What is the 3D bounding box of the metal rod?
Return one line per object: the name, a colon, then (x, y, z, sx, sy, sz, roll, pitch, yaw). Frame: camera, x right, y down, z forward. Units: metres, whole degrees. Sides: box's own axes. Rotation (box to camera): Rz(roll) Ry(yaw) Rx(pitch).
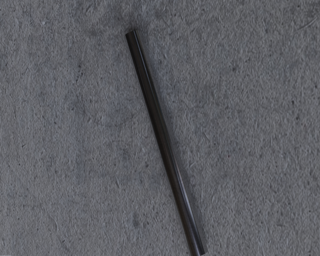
metal rod: (0.006, 0.015, 0.407, 0.025, 0.025, 0.299, -19, 84, 19)
